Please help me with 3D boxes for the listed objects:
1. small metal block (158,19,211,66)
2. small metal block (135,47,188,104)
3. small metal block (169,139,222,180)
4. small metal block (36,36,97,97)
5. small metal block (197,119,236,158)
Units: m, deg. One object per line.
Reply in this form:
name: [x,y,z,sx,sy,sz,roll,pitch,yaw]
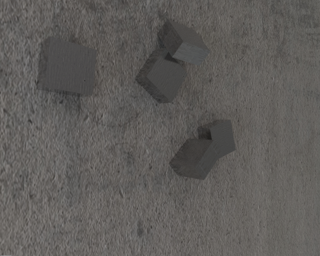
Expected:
small metal block: [0.032,-0.114,0.413,0.050,0.025,0.050,7,45,-40]
small metal block: [0.003,-0.068,0.406,0.050,0.025,0.050,43,64,-32]
small metal block: [0.049,0.042,0.429,0.050,0.050,0.025,-50,120,-28]
small metal block: [-0.097,-0.062,0.323,0.050,0.025,0.050,8,85,-40]
small metal block: [0.088,0.017,0.478,0.050,0.025,0.050,-19,102,-38]
